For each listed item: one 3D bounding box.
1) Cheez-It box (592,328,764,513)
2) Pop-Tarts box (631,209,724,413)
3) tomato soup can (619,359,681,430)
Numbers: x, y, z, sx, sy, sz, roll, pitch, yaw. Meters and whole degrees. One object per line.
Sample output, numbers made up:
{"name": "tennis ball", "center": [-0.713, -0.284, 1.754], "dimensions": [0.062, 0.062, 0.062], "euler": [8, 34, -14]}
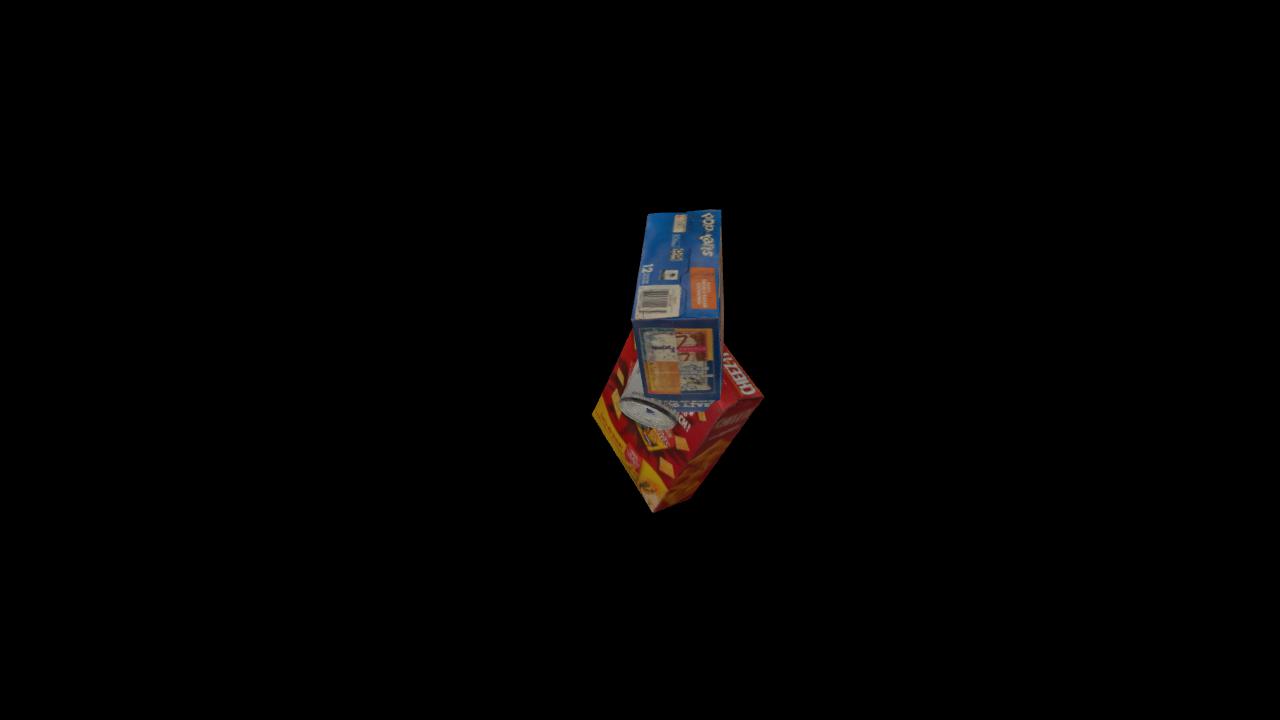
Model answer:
{"name": "Cheez-It box", "center": [0.034, 0.056, 0.745], "dimensions": [0.071, 0.166, 0.223], "euler": [-14, -34, -34]}
{"name": "Pop-Tarts box", "center": [0.047, -0.051, 0.648], "dimensions": [0.083, 0.167, 0.141], "euler": [1, -42, 9]}
{"name": "tomato soup can", "center": [0.024, 0.017, 0.673], "dimensions": [0.068, 0.101, 0.068], "euler": [20, -22, 9]}
